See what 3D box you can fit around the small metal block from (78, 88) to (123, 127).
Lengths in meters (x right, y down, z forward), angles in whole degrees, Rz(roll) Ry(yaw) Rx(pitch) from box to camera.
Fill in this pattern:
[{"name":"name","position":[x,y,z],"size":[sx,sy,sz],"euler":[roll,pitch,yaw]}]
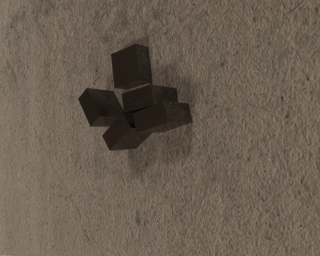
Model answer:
[{"name":"small metal block","position":[-0.085,-0.029,0.456],"size":[0.025,0.050,0.050],"euler":[-42,65,32]}]

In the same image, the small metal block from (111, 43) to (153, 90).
[{"name":"small metal block","position":[-0.040,-0.085,0.436],"size":[0.050,0.025,0.050],"euler":[-11,83,39]}]

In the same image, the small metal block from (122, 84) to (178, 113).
[{"name":"small metal block","position":[-0.012,-0.035,0.397],"size":[0.050,0.050,0.025],"euler":[-11,83,39]}]

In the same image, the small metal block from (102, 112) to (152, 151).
[{"name":"small metal block","position":[-0.041,0.005,0.420],"size":[0.050,0.050,0.025],"euler":[-45,64,30]}]

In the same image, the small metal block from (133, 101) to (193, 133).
[{"name":"small metal block","position":[0.004,-0.012,0.384],"size":[0.050,0.050,0.025],"euler":[-20,78,38]}]
